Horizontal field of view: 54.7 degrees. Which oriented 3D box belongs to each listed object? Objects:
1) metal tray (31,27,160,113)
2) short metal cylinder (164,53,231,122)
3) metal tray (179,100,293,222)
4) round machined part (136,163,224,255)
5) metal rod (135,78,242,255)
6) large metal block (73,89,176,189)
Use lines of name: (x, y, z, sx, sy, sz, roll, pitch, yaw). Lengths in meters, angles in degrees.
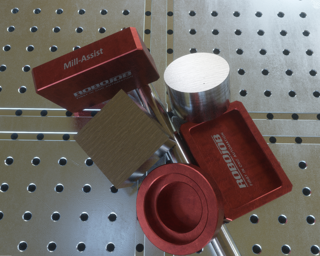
metal tray: (-0.074, -0.066, 0.382, 0.130, 0.090, 0.030, -21, 73, 8)
short metal cylinder: (0.049, -0.053, 0.399, 0.080, 0.050, 0.080, -7, 46, 8)
metal tray: (0.091, 0.040, 0.391, 0.091, 0.030, 0.130, -24, 72, -9)
round machined part: (0.025, 0.088, 0.352, 0.098, 0.042, 0.097, -3, 84, 28)
metal rod: (0.020, 0.028, 0.397, 0.025, 0.025, 0.299, -24, 72, -8)
large metal block: (-0.040, 0.014, 0.370, 0.080, 0.050, 0.080, -45, 76, 4)
